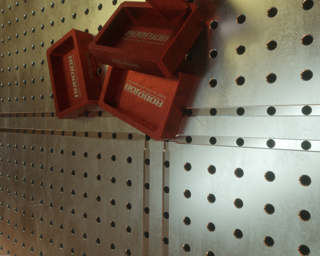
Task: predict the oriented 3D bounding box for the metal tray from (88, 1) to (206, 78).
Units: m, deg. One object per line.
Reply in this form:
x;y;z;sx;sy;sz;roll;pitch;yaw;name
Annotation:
-0.020;-0.117;0.392;0.130;0.030;0.090;20;70;38;metal tray

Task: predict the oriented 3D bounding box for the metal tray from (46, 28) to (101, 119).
-0.147;-0.088;0.524;0.090;0.030;0.129;-20;77;37;metal tray

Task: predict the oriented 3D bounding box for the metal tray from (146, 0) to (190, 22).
-0.017;-0.195;0.355;0.030;0.090;0.130;-31;55;25;metal tray

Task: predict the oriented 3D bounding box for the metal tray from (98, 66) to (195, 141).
-0.024;-0.048;0.423;0.130;0.030;0.089;29;108;36;metal tray
